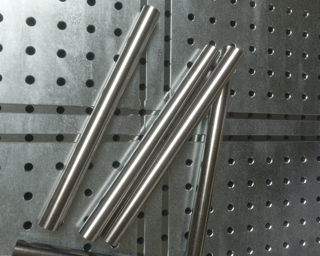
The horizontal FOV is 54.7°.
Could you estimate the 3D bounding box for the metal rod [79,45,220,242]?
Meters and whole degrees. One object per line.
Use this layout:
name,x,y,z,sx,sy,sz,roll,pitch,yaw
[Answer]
metal rod,-0.007,0.012,0.410,0.025,0.025,0.300,38,78,-17

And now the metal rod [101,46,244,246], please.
metal rod,0.020,0.019,0.407,0.025,0.025,0.300,37,83,-17

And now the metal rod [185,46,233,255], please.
metal rod,0.073,0.031,0.441,0.025,0.025,0.298,12,86,-20

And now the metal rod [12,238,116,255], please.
metal rod,-0.031,0.185,0.402,0.302,0.025,0.025,19,84,-20

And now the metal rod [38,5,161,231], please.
metal rod,-0.071,-0.019,0.386,0.025,0.025,0.299,27,81,-19
